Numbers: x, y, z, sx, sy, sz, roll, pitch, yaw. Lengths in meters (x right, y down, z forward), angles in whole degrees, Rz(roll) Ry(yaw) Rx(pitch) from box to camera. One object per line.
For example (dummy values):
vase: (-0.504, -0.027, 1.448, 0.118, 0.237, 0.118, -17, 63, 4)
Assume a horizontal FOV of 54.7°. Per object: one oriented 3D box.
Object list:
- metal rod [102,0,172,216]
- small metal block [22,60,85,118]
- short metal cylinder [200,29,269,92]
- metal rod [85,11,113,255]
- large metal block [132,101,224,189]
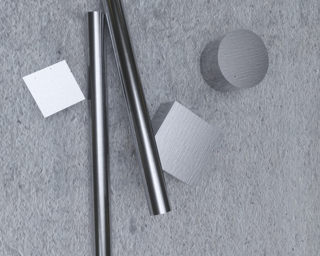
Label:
metal rod: (-0.033, -0.050, 0.363, 0.025, 0.025, 0.298, -10, 81, -20)
small metal block: (-0.124, -0.045, 0.364, 0.050, 0.025, 0.050, -29, 100, -18)
short metal cylinder: (0.103, -0.092, 0.435, 0.081, 0.050, 0.079, 0, 90, -20)
metal rod: (-0.075, 0.011, 0.381, 0.025, 0.025, 0.298, -2, 91, -20)
large metal block: (0.023, 0.021, 0.405, 0.080, 0.050, 0.080, 33, 79, -18)
